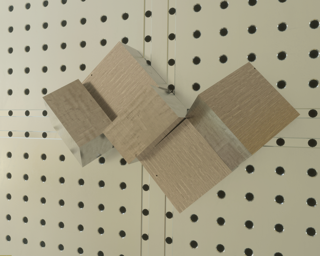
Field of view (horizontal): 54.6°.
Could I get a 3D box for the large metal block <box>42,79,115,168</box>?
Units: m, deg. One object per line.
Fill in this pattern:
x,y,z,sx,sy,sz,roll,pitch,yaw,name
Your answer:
-0.106,-0.004,0.414,0.050,0.080,0.080,-34,76,-23,large metal block

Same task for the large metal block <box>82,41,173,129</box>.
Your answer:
-0.045,-0.054,0.415,0.080,0.050,0.080,-44,77,16,large metal block

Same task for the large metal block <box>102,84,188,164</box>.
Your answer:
-0.011,-0.004,0.387,0.080,0.080,0.050,-44,78,15,large metal block

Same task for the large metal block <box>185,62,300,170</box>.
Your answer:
0.090,-0.014,0.345,0.080,0.050,0.080,-34,76,-24,large metal block

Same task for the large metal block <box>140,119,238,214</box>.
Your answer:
0.036,0.045,0.386,0.080,0.050,0.080,-43,75,15,large metal block
